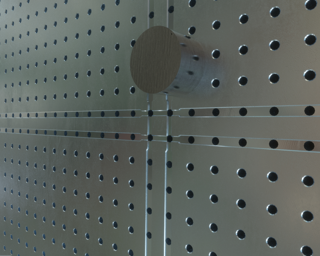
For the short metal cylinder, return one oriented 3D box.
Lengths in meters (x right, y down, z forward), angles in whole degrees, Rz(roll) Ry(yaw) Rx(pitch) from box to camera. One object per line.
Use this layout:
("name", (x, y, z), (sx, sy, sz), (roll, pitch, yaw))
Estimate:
("short metal cylinder", (0.009, -0.081, 0.387), (0.080, 0.050, 0.080), (0, 90, 40))
